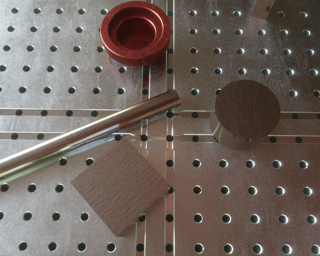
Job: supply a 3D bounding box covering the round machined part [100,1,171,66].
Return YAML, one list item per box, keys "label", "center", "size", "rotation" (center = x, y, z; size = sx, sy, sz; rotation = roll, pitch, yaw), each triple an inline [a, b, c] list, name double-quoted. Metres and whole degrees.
- label: "round machined part"
  center: [-0.034, -0.132, 0.450]
  size: [0.099, 0.042, 0.098]
  rotation: [0, 70, 0]

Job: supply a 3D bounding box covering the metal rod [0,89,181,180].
- label: "metal rod"
  center: [-0.114, 0.016, 0.404]
  size: [0.302, 0.025, 0.025]
  rotation: [-23, 72, -8]

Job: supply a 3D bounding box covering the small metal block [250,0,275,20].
- label: "small metal block"
  center: [0.164, -0.204, 0.474]
  size: [0.025, 0.050, 0.050]
  rotation: [21, 71, 7]

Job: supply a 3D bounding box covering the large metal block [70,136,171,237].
- label: "large metal block"
  center: [-0.045, 0.071, 0.372]
  size: [0.080, 0.050, 0.080]
  rotation: [-41, 75, -14]

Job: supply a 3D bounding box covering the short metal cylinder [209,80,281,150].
- label: "short metal cylinder"
  center: [0.108, -0.016, 0.405]
  size: [0.081, 0.050, 0.080]
  rotation: [0, 70, 0]
